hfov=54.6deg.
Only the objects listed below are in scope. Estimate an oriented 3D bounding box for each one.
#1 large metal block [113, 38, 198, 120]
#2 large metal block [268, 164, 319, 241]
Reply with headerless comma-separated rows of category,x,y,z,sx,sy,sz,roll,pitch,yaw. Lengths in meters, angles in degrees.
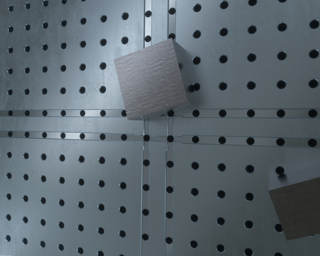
large metal block,-0.005,-0.059,0.401,0.080,0.050,0.080,-15,85,19
large metal block,0.163,0.071,0.326,0.080,0.080,0.050,-21,83,19
